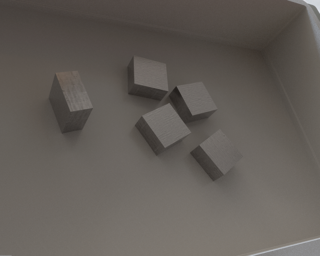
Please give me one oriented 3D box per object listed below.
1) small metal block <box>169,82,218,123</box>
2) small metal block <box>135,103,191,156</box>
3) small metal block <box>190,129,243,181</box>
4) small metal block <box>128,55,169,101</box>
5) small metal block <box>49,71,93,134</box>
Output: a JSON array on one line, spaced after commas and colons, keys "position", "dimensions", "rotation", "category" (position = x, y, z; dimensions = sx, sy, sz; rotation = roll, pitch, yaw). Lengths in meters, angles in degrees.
[{"position": [0.049, -0.038, 0.457], "dimensions": [0.050, 0.025, 0.050], "rotation": [-15, 69, -34], "category": "small metal block"}, {"position": [0.004, 0.001, 0.409], "dimensions": [0.050, 0.025, 0.050], "rotation": [-28, 77, -38], "category": "small metal block"}, {"position": [0.079, 0.037, 0.428], "dimensions": [0.050, 0.025, 0.050], "rotation": [-33, 80, -38], "category": "small metal block"}, {"position": [-0.018, -0.071, 0.441], "dimensions": [0.050, 0.025, 0.050], "rotation": [10, 58, -23], "category": "small metal block"}, {"position": [-0.103, -0.029, 0.353], "dimensions": [0.025, 0.050, 0.050], "rotation": [-13, 69, -34], "category": "small metal block"}]
